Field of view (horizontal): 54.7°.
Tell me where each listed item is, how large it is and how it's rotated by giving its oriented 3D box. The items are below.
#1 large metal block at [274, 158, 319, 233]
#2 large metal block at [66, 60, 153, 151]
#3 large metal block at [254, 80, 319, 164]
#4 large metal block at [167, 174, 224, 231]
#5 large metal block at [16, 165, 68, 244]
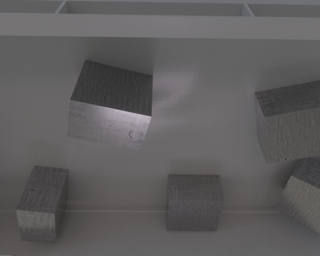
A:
[{"bbox_3d":[0.227,0.100,0.455,0.080,0.050,0.079,27,135,24],"label":"large metal block"},{"bbox_3d":[-0.054,-0.027,0.350,0.081,0.080,0.050,12,129,-10],"label":"large metal block"},{"bbox_3d":[0.167,-0.006,0.389,0.080,0.050,0.080,-11,130,9],"label":"large metal block"},{"bbox_3d":[0.052,0.120,0.495,0.081,0.050,0.079,1,130,-1],"label":"large metal block"},{"bbox_3d":[-0.174,0.116,0.470,0.050,0.080,0.079,9,130,-7],"label":"large metal block"}]
